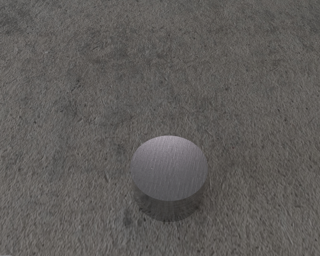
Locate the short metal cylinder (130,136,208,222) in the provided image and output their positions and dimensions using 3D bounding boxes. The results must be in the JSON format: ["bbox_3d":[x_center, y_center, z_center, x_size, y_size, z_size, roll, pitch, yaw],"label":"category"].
[{"bbox_3d":[0.010,0.055,0.341,0.080,0.050,0.080,0,50,0],"label":"short metal cylinder"}]
